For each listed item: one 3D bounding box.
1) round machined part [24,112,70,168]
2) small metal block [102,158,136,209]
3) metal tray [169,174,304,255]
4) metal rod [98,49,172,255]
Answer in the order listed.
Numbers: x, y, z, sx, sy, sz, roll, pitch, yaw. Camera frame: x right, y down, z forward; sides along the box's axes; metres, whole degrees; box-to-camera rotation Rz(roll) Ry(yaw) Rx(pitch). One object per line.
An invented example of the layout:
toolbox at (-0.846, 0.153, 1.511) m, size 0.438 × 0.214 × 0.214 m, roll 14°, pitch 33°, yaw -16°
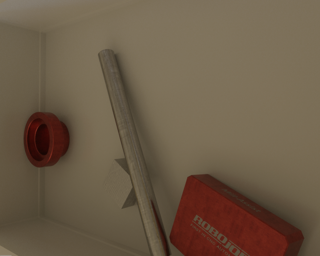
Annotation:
round machined part at (-0.200, 0.021, 0.557) m, size 0.098 × 0.042 × 0.097 m, roll 0°, pitch 90°, yaw 39°
small metal block at (-0.052, 0.079, 0.447) m, size 0.050 × 0.025 × 0.050 m, roll 41°, pitch 115°, yaw 32°
metal tray at (0.071, 0.116, 0.329) m, size 0.130 × 0.030 × 0.089 m, roll 28°, pitch 108°, yaw 47°
metal rod at (-0.040, 0.022, 0.423) m, size 0.025 × 0.025 × 0.299 m, roll -32°, pitch 66°, yaw 35°
